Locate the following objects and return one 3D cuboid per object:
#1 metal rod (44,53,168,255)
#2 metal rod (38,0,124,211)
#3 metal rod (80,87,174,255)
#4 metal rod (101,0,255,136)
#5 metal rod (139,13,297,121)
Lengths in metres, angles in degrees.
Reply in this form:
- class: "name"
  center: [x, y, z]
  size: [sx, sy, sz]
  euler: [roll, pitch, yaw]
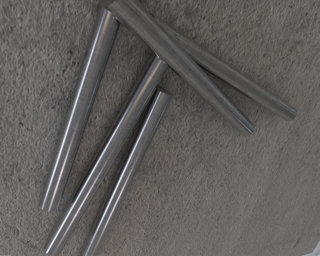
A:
- class: "metal rod"
  center: [-0.073, 0.043, 0.393]
  size: [0.025, 0.025, 0.299]
  euler: [21, 107, -36]
- class: "metal rod"
  center: [-0.084, -0.033, 0.340]
  size: [0.025, 0.025, 0.298]
  euler: [10, 113, -33]
- class: "metal rod"
  center: [-0.055, 0.083, 0.427]
  size: [0.025, 0.025, 0.298]
  euler: [13, 112, -34]
- class: "metal rod"
  center: [0.047, -0.057, 0.375]
  size: [0.025, 0.025, 0.301]
  euler: [-50, 135, 7]
- class: "metal rod"
  center: [0.099, -0.067, 0.419]
  size: [0.302, 0.025, 0.025]
  euler: [21, 107, -36]
